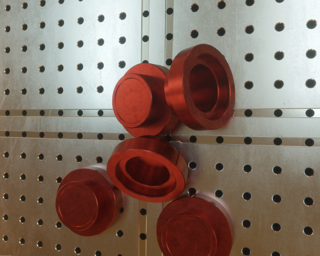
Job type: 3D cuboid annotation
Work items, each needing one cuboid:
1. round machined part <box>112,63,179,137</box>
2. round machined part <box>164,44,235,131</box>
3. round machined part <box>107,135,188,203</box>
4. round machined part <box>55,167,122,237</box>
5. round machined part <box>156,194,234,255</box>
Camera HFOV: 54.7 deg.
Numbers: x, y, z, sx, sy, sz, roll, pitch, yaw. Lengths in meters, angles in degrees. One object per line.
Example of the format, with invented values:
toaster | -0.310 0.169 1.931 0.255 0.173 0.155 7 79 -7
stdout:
round machined part | -0.023 -0.034 0.395 0.098 0.042 0.097 3 94 39
round machined part | 0.043 -0.045 0.364 0.042 0.099 0.097 -5 88 46
round machined part | -0.013 0.047 0.390 0.098 0.042 0.097 8 132 10
round machined part | -0.107 0.106 0.440 0.098 0.042 0.097 0 90 19
round machined part | 0.041 0.135 0.389 0.098 0.042 0.097 0 90 19
